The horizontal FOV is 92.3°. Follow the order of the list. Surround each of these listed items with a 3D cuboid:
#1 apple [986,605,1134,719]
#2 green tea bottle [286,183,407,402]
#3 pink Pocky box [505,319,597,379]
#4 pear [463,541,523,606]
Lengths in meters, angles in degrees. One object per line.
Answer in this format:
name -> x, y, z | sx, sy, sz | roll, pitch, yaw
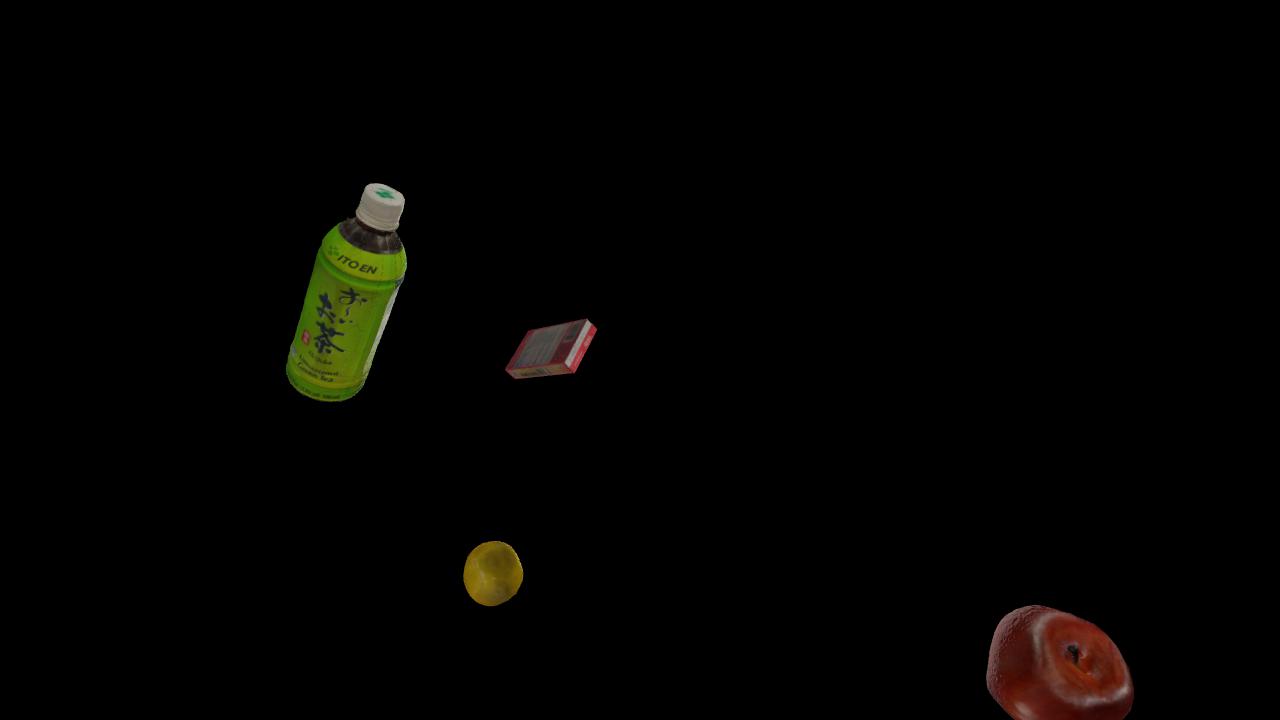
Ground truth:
apple -> 0.272, 0.208, 0.409 | 0.079, 0.079, 0.093 | 0, -43, 5
green tea bottle -> -0.250, -0.056, 0.536 | 0.073, 0.212, 0.073 | 26, 30, -16
pink Pocky box -> -0.138, -0.015, 0.945 | 0.155, 0.084, 0.029 | -7, -42, 45
pear -> -0.198, 0.293, 0.811 | 0.080, 0.111, 0.080 | 12, 40, -10
